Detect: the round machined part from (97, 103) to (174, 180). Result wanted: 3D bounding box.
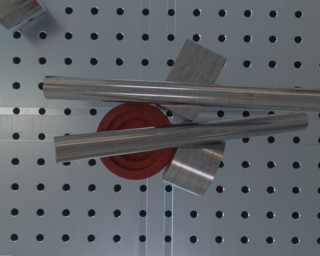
[{"bbox_3d":[-0.031,0.016,0.404,0.099,0.042,0.097,0,90,0],"label":"round machined part"}]

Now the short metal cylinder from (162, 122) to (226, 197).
[{"bbox_3d":[0.041,0.038,0.386,0.050,0.080,0.080,23,90,0],"label":"short metal cylinder"}]

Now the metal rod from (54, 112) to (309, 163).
[{"bbox_3d":[0.042,0.006,0.343,0.303,0.025,0.025,-6,90,-22],"label":"metal rod"}]

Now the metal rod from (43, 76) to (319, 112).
[{"bbox_3d":[0.030,-0.037,0.333,0.302,0.025,0.025,3,90,0],"label":"metal rod"}]

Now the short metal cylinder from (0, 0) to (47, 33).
[{"bbox_3d":[-0.188,-0.167,0.384,0.050,0.080,0.080,-34,90,0],"label":"short metal cylinder"}]

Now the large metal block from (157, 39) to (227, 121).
[{"bbox_3d":[0.035,-0.053,0.386,0.050,0.080,0.080,27,90,0],"label":"large metal block"}]
